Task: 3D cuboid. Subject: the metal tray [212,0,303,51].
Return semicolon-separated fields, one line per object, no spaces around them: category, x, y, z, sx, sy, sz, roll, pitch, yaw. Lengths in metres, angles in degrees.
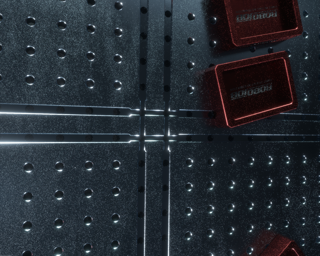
metal tray;0.148;-0.173;0.465;0.131;0.030;0.089;-15;95;-20

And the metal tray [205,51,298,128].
metal tray;0.139;-0.058;0.462;0.131;0.030;0.089;-15;95;-20

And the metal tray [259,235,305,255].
metal tray;0.204;0.246;0.487;0.090;0.030;0.130;-42;104;-16
